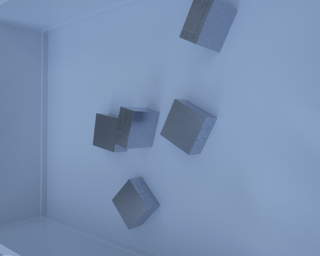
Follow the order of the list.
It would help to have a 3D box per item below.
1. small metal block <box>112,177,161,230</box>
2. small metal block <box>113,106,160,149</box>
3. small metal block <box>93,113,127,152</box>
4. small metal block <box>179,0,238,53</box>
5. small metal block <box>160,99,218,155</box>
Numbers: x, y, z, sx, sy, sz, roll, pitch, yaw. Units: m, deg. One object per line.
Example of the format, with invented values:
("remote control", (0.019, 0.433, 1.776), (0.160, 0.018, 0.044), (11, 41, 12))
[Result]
("small metal block", (-0.035, 0.105, 0.436), (0.050, 0.025, 0.050), (-52, 60, 27))
("small metal block", (-0.031, -0.001, 0.416), (0.025, 0.050, 0.050), (21, 103, 38))
("small metal block", (-0.073, 0.006, 0.468), (0.050, 0.025, 0.050), (13, 98, 39))
("small metal block", (0.055, -0.116, 0.345), (0.025, 0.050, 0.050), (34, 111, 35))
("small metal block", (0.034, -0.002, 0.379), (0.050, 0.025, 0.050), (35, 111, 34))
